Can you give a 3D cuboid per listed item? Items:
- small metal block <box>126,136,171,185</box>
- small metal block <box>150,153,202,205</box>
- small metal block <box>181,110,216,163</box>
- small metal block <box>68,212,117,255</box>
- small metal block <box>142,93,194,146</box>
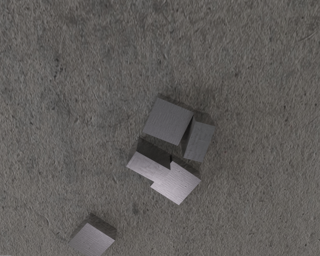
[{"bbox_3d":[-0.015,0.042,0.412,0.050,0.050,0.025,30,107,-11],"label":"small metal block"},{"bbox_3d":[0.022,0.072,0.436,0.050,0.025,0.050,35,106,-12],"label":"small metal block"},{"bbox_3d":[0.048,0.009,0.400,0.025,0.050,0.050,15,109,-6],"label":"small metal block"},{"bbox_3d":[-0.102,0.165,0.470,0.050,0.025,0.050,38,106,-13],"label":"small metal block"},{"bbox_3d":[0.010,-0.012,0.406,0.050,0.025,0.050,22,109,-8],"label":"small metal block"}]
